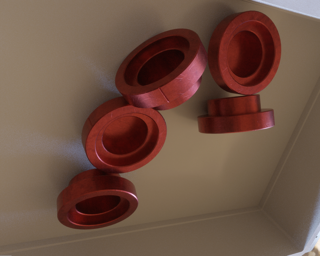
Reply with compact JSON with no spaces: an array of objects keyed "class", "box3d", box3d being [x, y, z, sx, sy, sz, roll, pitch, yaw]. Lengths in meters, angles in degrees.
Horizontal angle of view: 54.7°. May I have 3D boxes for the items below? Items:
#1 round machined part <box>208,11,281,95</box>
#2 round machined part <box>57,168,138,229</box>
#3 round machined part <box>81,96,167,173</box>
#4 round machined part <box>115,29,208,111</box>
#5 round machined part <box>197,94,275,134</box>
[{"class":"round machined part","box3d":[0.099,-0.091,0.384,0.099,0.042,0.097,-7,105,-27]},{"class":"round machined part","box3d":[-0.080,0.087,0.395,0.099,0.042,0.097,-11,141,-9]},{"class":"round machined part","box3d":[-0.045,0.004,0.373,0.099,0.042,0.097,-14,128,-19]},{"class":"round machined part","box3d":[0.005,-0.057,0.329,0.098,0.098,0.042,-39,129,-2]},{"class":"round machined part","box3d":[0.098,-0.021,0.410,0.099,0.098,0.042,-9,95,-24]}]
